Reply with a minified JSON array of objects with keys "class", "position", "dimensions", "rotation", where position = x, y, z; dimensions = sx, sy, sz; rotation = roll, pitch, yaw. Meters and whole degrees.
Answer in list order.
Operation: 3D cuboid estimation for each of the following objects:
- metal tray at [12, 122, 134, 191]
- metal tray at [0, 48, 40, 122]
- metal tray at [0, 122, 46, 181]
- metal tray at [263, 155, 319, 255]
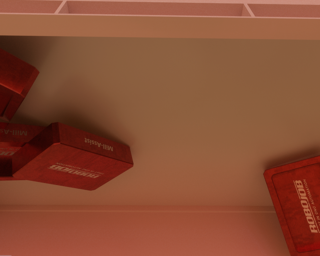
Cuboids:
[{"class":"metal tray","position":[-0.111,0.044,0.411],"dimensions":[0.090,0.030,0.131],"rotation":[-33,145,25]},{"class":"metal tray","position":[-0.185,-0.050,0.317],"dimensions":[0.090,0.030,0.130],"rotation":[29,156,-24]},{"class":"metal tray","position":[-0.209,0.032,0.391],"dimensions":[0.131,0.030,0.090],"rotation":[8,137,-46]},{"class":"metal tray","position":[0.213,0.112,0.442],"dimensions":[0.090,0.129,0.030],"rotation":[-19,168,17]}]
